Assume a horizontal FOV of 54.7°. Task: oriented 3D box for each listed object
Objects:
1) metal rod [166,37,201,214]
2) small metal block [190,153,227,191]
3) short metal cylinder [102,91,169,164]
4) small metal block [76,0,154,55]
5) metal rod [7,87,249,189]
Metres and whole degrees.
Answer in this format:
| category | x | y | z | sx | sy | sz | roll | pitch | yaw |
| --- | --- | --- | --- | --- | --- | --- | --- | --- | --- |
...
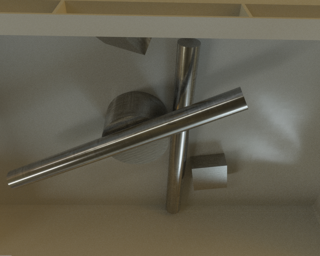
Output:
| category | x | y | z | sx | sy | sz | roll | pitch | yaw |
| --- | --- | --- | --- | --- | --- | --- | --- | --- | --- |
| metal rod | 0.027 | 0.022 | 0.427 | 0.025 | 0.025 | 0.298 | 1 | 130 | -2 |
| small metal block | 0.074 | 0.067 | 0.467 | 0.050 | 0.025 | 0.050 | -6 | 130 | 4 |
| short metal cylinder | -0.030 | 0.001 | 0.393 | 0.081 | 0.050 | 0.079 | 0 | 130 | 0 |
| small metal block | -0.041 | -0.096 | 0.296 | 0.050 | 0.050 | 0.025 | 22 | 91 | 23 |
| metal rod | -0.050 | 0.018 | 0.357 | 0.301 | 0.025 | 0.025 | -20 | 128 | 15 |
